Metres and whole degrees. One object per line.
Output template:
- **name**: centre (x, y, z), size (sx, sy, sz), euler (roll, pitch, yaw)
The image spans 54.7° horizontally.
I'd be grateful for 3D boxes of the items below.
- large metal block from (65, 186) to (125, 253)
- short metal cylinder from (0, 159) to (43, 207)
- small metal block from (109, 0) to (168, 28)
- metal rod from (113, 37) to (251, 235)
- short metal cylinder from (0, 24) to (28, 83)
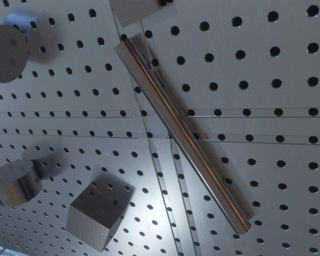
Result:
- **large metal block**: centre (-0.119, 0.166, 0.561), size (0.080, 0.050, 0.079), euler (29, 128, 10)
- **short metal cylinder**: centre (-0.270, 0.102, 0.582), size (0.080, 0.080, 0.050), euler (3, 120, 27)
- **small metal block**: centre (-0.027, -0.144, 0.337), size (0.050, 0.025, 0.050), euler (-14, 111, 34)
- **metal rod**: centre (0.036, 0.019, 0.404), size (0.025, 0.025, 0.299), euler (-24, 106, 36)
- **short metal cylinder**: centre (-0.235, -0.107, 0.433), size (0.050, 0.080, 0.079), euler (17, 125, 19)
